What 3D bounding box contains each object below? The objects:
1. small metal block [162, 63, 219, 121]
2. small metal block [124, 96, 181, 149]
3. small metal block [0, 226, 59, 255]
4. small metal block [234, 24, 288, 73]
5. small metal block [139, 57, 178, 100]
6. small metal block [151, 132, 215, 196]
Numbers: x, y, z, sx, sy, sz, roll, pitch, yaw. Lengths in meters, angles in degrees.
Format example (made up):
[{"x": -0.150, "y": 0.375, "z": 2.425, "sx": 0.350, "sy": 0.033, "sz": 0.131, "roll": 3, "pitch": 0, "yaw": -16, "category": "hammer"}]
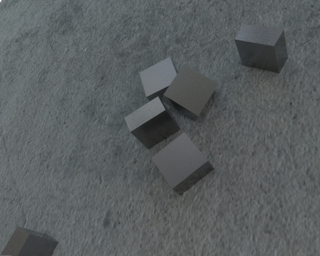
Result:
[{"x": 0.038, "y": -0.045, "z": 0.396, "sx": 0.050, "sy": 0.025, "sz": 0.050, "roll": 32, "pitch": 77, "yaw": 4, "category": "small metal block"}, {"x": -0.009, "y": -0.005, "z": 0.394, "sx": 0.050, "sy": 0.050, "sz": 0.025, "roll": -32, "pitch": 52, "yaw": 7, "category": "small metal block"}, {"x": -0.161, "y": 0.153, "z": 0.376, "sx": 0.025, "sy": 0.050, "sz": 0.050, "roll": 14, "pitch": 69, "yaw": 33, "category": "small metal block"}, {"x": 0.125, "y": -0.098, "z": 0.382, "sx": 0.050, "sy": 0.050, "sz": 0.025, "roll": 23, "pitch": 74, "yaw": 36, "category": "small metal block"}, {"x": 0.003, "y": -0.066, "z": 0.442, "sx": 0.050, "sy": 0.025, "sz": 0.050, "roll": -25, "pitch": 53, "yaw": 12, "category": "small metal block"}, {"x": 0.026, "y": 0.042, "z": 0.364, "sx": 0.050, "sy": 0.025, "sz": 0.050, "roll": -39, "pitch": 51, "yaw": 1, "category": "small metal block"}]
